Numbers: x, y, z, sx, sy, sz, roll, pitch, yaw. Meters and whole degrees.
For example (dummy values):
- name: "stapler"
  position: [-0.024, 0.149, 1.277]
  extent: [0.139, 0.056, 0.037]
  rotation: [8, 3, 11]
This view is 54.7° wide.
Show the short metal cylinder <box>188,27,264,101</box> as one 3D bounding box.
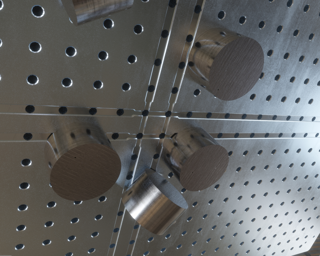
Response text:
- name: "short metal cylinder"
  position: [0.083, -0.081, 0.392]
  extent: [0.081, 0.050, 0.079]
  rotation: [-14, 125, -21]

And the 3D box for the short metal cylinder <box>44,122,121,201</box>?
- name: "short metal cylinder"
  position: [-0.093, 0.040, 0.370]
  extent: [0.081, 0.050, 0.079]
  rotation: [-14, 125, -21]

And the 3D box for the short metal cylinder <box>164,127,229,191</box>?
- name: "short metal cylinder"
  position: [0.053, 0.045, 0.454]
  extent: [0.081, 0.050, 0.079]
  rotation: [-14, 125, -21]

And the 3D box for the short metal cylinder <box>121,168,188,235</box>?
- name: "short metal cylinder"
  position: [-0.007, 0.102, 0.437]
  extent: [0.050, 0.080, 0.080]
  rotation: [-48, 129, 5]

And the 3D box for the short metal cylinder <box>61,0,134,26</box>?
- name: "short metal cylinder"
  position: [-0.062, -0.133, 0.260]
  extent: [0.050, 0.080, 0.080]
  rotation: [-25, 128, -14]
